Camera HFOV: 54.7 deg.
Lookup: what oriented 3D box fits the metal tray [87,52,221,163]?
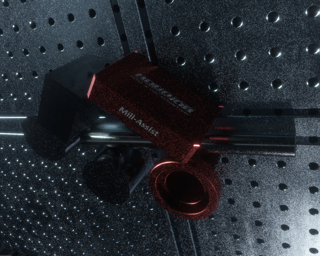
[{"bbox_3d":[-0.003,-0.028,0.353,0.130,0.090,0.030,35,129,5],"label":"metal tray"}]

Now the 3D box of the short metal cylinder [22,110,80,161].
[{"bbox_3d":[-0.164,0.005,0.484,0.080,0.050,0.079,13,124,21],"label":"short metal cylinder"}]

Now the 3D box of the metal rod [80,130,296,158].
[{"bbox_3d":[0.017,0.018,0.413,0.300,0.025,0.025,1,119,27],"label":"metal rod"}]

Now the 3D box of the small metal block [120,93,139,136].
[{"bbox_3d":[-0.030,-0.025,0.412,0.050,0.025,0.050,43,129,-2],"label":"small metal block"}]

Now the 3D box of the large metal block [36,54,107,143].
[{"bbox_3d":[-0.109,-0.040,0.409,0.050,0.080,0.079,33,129,6],"label":"large metal block"}]

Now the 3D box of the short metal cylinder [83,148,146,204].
[{"bbox_3d":[-0.069,0.069,0.474,0.080,0.050,0.079,13,124,21],"label":"short metal cylinder"}]

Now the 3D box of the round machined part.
[{"bbox_3d":[0.037,0.075,0.427,0.098,0.042,0.097,13,124,21],"label":"round machined part"}]
